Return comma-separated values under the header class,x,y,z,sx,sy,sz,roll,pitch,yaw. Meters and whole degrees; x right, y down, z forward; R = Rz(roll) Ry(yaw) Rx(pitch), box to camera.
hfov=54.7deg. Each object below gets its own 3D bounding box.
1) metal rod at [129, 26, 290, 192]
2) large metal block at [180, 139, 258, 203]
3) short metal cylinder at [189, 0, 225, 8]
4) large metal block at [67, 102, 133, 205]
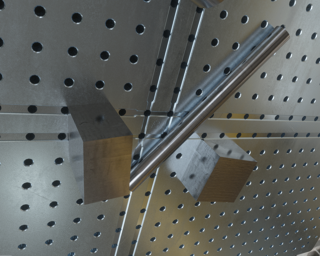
class,x,y,z,sx,sy,sz,roll,pitch,yaw
metal rod,0.061,-0.024,0.429,0.300,0.025,0.025,-45,129,3
large metal block,0.092,0.069,0.488,0.081,0.050,0.079,11,113,-33
short metal cylinder,0.043,-0.165,0.297,0.050,0.080,0.080,21,107,-36
large metal block,-0.071,0.025,0.353,0.050,0.080,0.079,-8,122,-25
